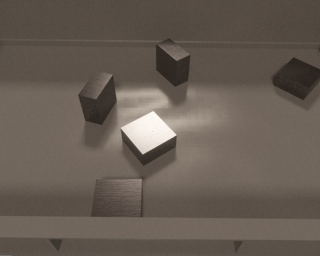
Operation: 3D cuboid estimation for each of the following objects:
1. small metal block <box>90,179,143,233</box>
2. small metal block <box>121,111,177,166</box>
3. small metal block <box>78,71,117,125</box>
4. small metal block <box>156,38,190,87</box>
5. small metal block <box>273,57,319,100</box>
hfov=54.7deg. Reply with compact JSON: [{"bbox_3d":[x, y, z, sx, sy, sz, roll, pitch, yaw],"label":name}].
[{"bbox_3d":[-0.045,0.083,0.334,0.050,0.025,0.050,0,50,-1],"label":"small metal block"},{"bbox_3d":[-0.014,0.012,0.395,0.050,0.025,0.050,-29,56,-22],"label":"small metal block"},{"bbox_3d":[-0.083,-0.041,0.422,0.025,0.050,0.050,15,52,12],"label":"small metal block"},{"bbox_3d":[0.019,-0.100,0.473,0.025,0.050,0.050,-29,56,-22],"label":"small metal block"},{"bbox_3d":[0.211,-0.076,0.472,0.050,0.025,0.050,35,58,25],"label":"small metal block"}]
